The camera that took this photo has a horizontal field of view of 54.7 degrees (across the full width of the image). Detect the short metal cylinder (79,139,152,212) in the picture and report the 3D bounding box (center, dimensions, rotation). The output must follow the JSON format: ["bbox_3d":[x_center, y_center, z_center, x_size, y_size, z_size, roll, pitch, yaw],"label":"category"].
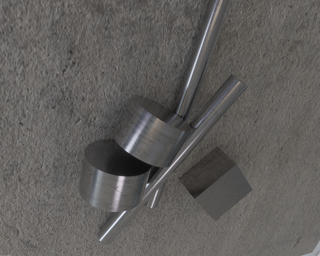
[{"bbox_3d":[-0.054,0.055,0.376,0.081,0.080,0.050,1,118,-29],"label":"short metal cylinder"}]

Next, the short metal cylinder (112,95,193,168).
[{"bbox_3d":[-0.009,0.003,0.368,0.080,0.080,0.050,21,107,-36],"label":"short metal cylinder"}]

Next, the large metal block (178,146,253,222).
[{"bbox_3d":[0.090,0.090,0.496,0.080,0.050,0.080,-40,130,-1],"label":"large metal block"}]

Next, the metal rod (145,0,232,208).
[{"bbox_3d":[0.028,-0.018,0.410,0.025,0.025,0.298,4,117,-30],"label":"metal rod"}]

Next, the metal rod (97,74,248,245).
[{"bbox_3d":[0.006,0.054,0.414,0.025,0.025,0.299,23,115,-37],"label":"metal rod"}]
